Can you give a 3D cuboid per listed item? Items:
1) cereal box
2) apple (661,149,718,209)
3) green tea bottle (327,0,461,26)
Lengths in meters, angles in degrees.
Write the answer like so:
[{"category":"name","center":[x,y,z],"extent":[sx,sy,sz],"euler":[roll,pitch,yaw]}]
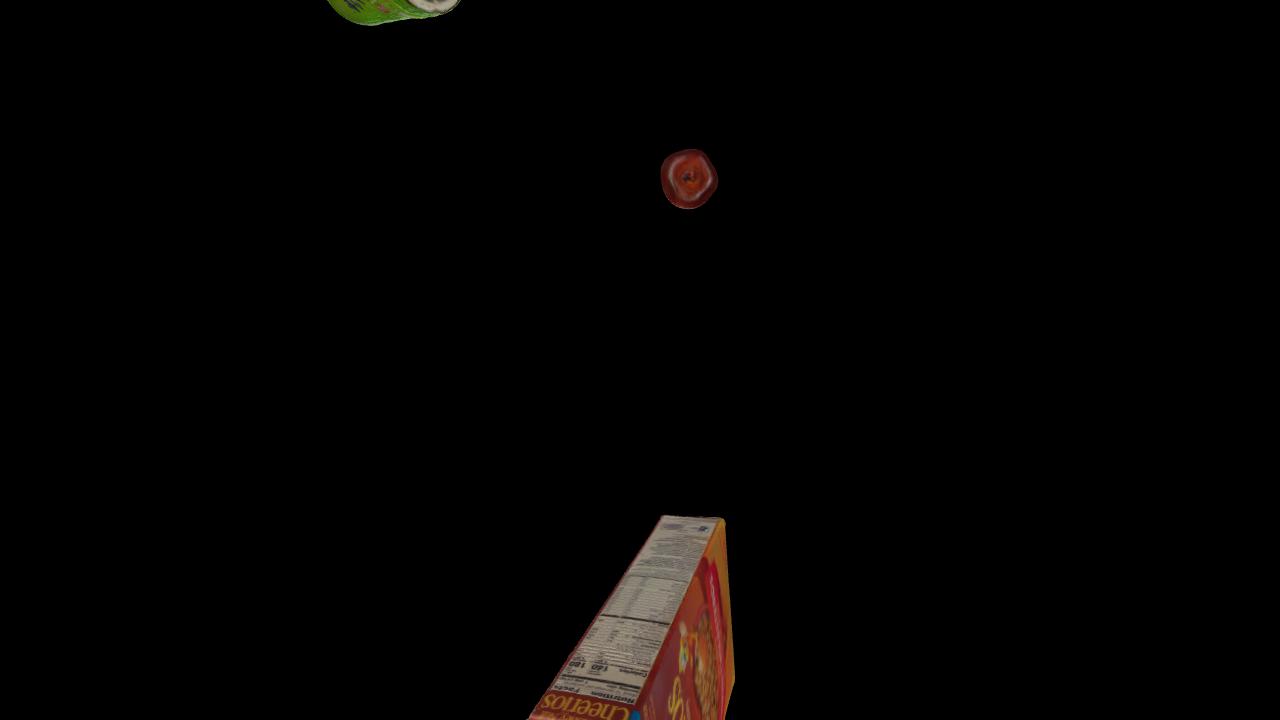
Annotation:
[{"category":"cereal box","center":[0.015,0.290,0.523],"extent":[0.081,0.203,0.306],"euler":[-1,11,19]},{"category":"apple","center":[0.064,-0.243,0.826],"extent":[0.079,0.079,0.093],"euler":[0,13,5]},{"category":"green tea bottle","center":[-0.226,-0.329,0.529],"extent":[0.073,0.073,0.212],"euler":[0,20,-43]}]
